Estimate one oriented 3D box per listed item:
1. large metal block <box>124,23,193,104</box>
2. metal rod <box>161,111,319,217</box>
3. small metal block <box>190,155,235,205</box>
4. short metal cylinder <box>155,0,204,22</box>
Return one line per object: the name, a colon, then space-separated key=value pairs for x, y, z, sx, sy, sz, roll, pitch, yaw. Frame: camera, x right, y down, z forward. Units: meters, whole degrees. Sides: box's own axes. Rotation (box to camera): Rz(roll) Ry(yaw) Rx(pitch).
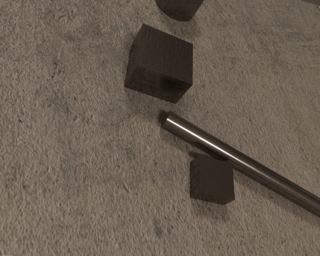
large metal block: x=0.000 y=-0.091 z=0.445 sx=0.081 sy=0.050 sz=0.080 roll=17 pitch=55 yaw=-19
metal rod: x=0.136 y=0.061 z=0.442 sx=0.301 sy=0.025 sz=0.025 roll=30 pitch=52 yaw=-10
small metal block: x=0.067 y=0.068 z=0.401 sx=0.050 sy=0.025 sz=0.050 roll=17 pitch=55 yaw=-19
short metal cylinder: x=0.038 y=-0.240 z=0.557 sx=0.081 sy=0.050 sz=0.080 roll=14 pitch=56 yaw=-21
